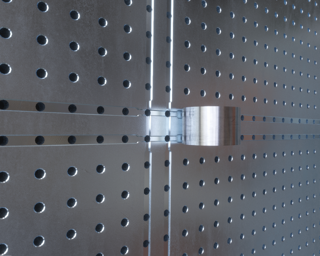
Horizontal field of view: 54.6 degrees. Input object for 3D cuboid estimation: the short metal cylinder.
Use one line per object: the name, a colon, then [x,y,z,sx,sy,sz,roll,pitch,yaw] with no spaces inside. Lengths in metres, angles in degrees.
short metal cylinder: [0.071,-0.003,0.431,0.081,0.080,0.050,0,90,-40]
